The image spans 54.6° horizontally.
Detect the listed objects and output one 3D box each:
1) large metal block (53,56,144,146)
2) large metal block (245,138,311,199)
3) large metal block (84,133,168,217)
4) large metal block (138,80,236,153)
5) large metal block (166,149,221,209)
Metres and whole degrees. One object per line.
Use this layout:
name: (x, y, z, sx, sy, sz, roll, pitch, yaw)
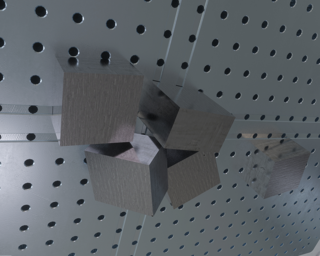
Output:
large metal block: (-0.070, -0.030, 0.338, 0.081, 0.050, 0.079, -3, 120, -27)
large metal block: (0.208, 0.071, 0.551, 0.081, 0.050, 0.079, -10, 123, -23)
large metal block: (-0.038, 0.053, 0.379, 0.050, 0.080, 0.080, -55, 149, -51)
large metal block: (0.030, -0.014, 0.382, 0.081, 0.080, 0.050, 7, 115, -32)
large metal block: (0.035, 0.057, 0.449, 0.080, 0.050, 0.080, -27, 128, -12)
